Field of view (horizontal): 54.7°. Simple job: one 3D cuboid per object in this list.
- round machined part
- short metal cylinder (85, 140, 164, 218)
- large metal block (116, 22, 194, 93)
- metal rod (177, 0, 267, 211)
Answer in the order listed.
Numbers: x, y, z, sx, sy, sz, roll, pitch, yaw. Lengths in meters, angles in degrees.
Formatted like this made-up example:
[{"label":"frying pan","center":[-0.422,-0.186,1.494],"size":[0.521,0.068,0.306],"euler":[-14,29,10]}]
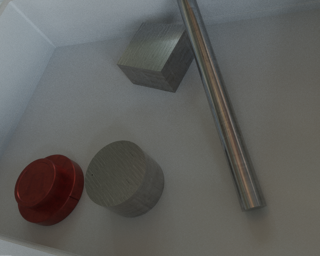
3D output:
[{"label":"round machined part","center":[-0.158,0.081,0.426],"size":[0.098,0.042,0.098],"euler":[-13,56,20]},{"label":"short metal cylinder","center":[-0.042,0.062,0.372],"size":[0.080,0.050,0.080],"euler":[-13,56,20]},{"label":"large metal block","center":[-0.002,-0.105,0.454],"size":[0.080,0.050,0.080],"euler":[17,70,34]},{"label":"metal rod","center":[0.064,-0.053,0.369],"size":[0.025,0.025,0.299],"euler":[-20,65,16]}]
